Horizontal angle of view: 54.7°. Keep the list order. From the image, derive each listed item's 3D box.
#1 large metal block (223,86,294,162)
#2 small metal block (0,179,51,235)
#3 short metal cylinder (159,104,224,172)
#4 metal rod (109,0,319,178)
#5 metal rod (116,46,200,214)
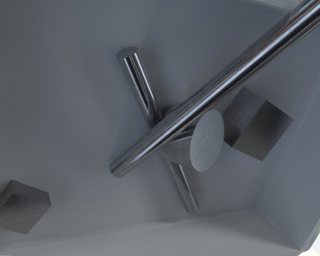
[{"bbox_3d":[0.141,-0.005,0.469,0.080,0.050,0.080,24,105,-37],"label":"large metal block"},{"bbox_3d":[-0.171,0.097,0.376,0.050,0.025,0.050,-49,129,6],"label":"small metal block"},{"bbox_3d":[0.042,0.011,0.404,0.081,0.050,0.079,-21,117,-47],"label":"short metal cylinder"},{"bbox_3d":[0.040,-0.024,0.336,0.025,0.025,0.299,22,132,-37],"label":"metal rod"},{"bbox_3d":[0.009,0.026,0.431,0.025,0.025,0.299,-30,129,-9],"label":"metal rod"}]
